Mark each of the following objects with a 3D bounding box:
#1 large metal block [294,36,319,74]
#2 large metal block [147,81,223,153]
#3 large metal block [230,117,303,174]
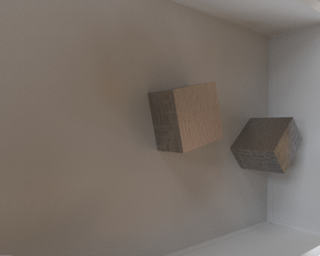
[{"bbox_3d":[0.351,-0.158,0.672,0.081,0.080,0.050,14,81,-40],"label":"large metal block"},{"bbox_3d":[0.036,-0.016,0.423,0.081,0.050,0.079,-17,101,-39],"label":"large metal block"},{"bbox_3d":[0.180,0.027,0.525,0.080,0.080,0.050,-49,120,-29],"label":"large metal block"}]
